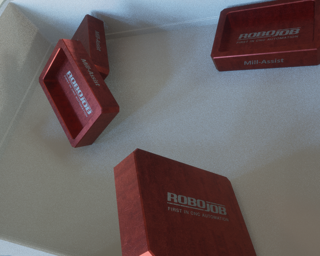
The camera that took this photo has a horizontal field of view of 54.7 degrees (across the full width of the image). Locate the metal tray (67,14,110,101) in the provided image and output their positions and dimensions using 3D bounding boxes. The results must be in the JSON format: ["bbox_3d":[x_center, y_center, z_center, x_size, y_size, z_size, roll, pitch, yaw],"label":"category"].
[{"bbox_3d":[-0.123,-0.111,0.507,0.090,0.030,0.130,-43,45,36],"label":"metal tray"}]

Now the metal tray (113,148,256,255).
[{"bbox_3d":[0.024,0.077,0.275,0.030,0.131,0.090,-41,45,32],"label":"metal tray"}]

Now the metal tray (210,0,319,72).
[{"bbox_3d":[0.139,-0.122,0.403,0.130,0.030,0.090,2,62,28],"label":"metal tray"}]

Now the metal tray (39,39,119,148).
[{"bbox_3d":[-0.119,-0.049,0.438,0.090,0.030,0.130,-45,68,35],"label":"metal tray"}]
